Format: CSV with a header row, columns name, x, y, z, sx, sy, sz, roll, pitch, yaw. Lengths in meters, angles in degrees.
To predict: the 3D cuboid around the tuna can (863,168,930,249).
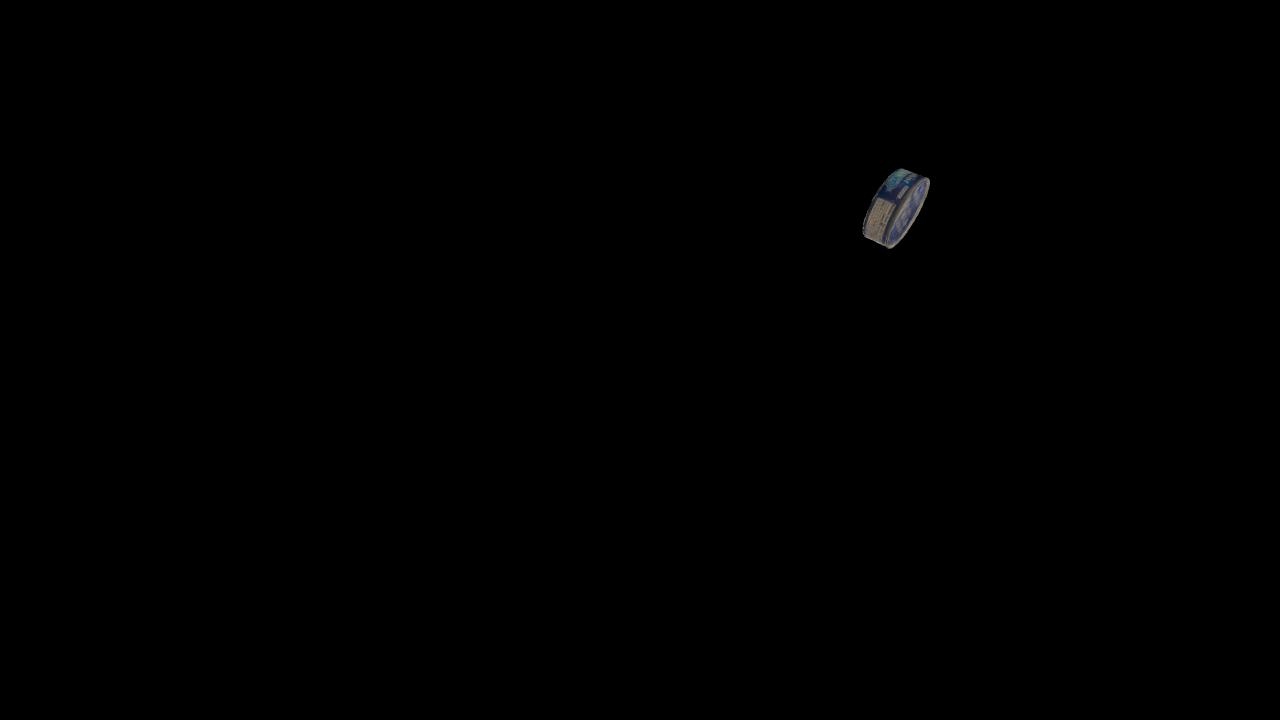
name,x,y,z,sx,sy,sz,roll,pitch,yaw
tuna can,0.287,-0.170,0.691,0.034,0.084,0.084,35,18,27
